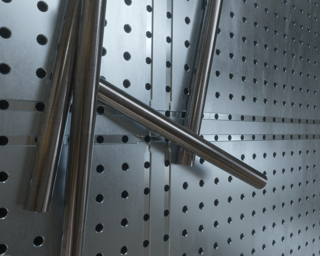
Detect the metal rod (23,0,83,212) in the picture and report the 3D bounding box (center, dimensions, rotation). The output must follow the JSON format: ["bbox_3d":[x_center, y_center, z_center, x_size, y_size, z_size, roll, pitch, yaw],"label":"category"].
[{"bbox_3d":[-0.099,-0.066,0.325,0.025,0.025,0.299,15,81,-39],"label":"metal rod"}]

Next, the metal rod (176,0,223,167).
[{"bbox_3d":[0.064,-0.092,0.460,0.025,0.025,0.299,19,78,-39],"label":"metal rod"}]

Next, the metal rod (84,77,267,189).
[{"bbox_3d":[0.037,0.016,0.410,0.301,0.025,0.025,30,71,-27],"label":"metal rod"}]

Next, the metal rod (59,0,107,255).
[{"bbox_3d":[-0.081,0.009,0.321,0.025,0.025,0.298,4,93,-40],"label":"metal rod"}]
